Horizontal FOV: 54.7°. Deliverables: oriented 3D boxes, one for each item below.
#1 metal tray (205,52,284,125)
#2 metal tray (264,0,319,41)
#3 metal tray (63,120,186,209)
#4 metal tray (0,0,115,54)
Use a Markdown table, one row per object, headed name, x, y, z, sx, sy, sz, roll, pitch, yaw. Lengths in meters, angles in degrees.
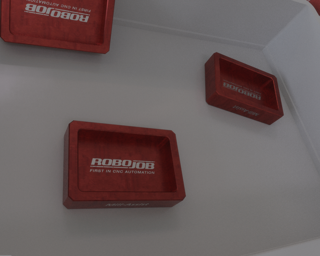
| name | x | y | z | sx | sy | sz | roll | pitch | yaw |
| --- | --- | --- | --- | --- | --- | --- | --- | --- | --- |
| metal tray | 0.139 | -0.065 | 0.516 | 0.131 | 0.030 | 0.090 | 16 | 55 | -19 |
| metal tray | 0.302 | -0.265 | 0.662 | 0.090 | 0.129 | 0.030 | 44 | 37 | 2 |
| metal tray | -0.040 | 0.043 | 0.354 | 0.131 | 0.030 | 0.090 | 6 | 59 | -25 |
| metal tray | -0.126 | -0.147 | 0.387 | 0.131 | 0.089 | 0.030 | 0 | 19 | -28 |
